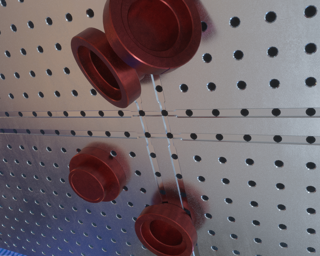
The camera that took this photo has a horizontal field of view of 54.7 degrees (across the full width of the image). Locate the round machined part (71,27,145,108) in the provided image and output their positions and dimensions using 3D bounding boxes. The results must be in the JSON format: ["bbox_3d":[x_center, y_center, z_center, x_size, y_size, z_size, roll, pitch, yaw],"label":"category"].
[{"bbox_3d":[-0.056,-0.074,0.364,0.098,0.042,0.098,39,157,21],"label":"round machined part"}]

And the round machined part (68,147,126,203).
[{"bbox_3d":[-0.109,0.084,0.507,0.098,0.042,0.097,13,124,20],"label":"round machined part"}]

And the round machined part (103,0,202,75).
[{"bbox_3d":[-0.010,-0.101,0.313,0.098,0.098,0.042,54,154,-10],"label":"round machined part"}]

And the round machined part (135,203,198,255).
[{"bbox_3d":[0.013,0.159,0.490,0.098,0.042,0.097,13,124,20],"label":"round machined part"}]
